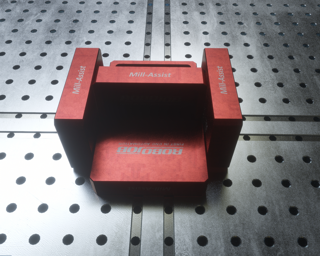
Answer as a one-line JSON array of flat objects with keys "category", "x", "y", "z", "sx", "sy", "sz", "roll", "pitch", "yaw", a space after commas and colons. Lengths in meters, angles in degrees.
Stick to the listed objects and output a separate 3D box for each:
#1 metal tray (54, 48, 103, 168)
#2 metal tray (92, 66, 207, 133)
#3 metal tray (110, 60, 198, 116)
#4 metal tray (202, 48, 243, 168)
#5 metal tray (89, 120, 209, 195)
[{"category": "metal tray", "x": -0.092, "y": -0.027, "z": 0.386, "sx": 0.030, "sy": 0.089, "sz": 0.130, "roll": 1, "pitch": 50, "yaw": 0}, {"category": "metal tray", "x": -0.012, "y": -0.033, "z": 0.391, "sx": 0.131, "sy": 0.089, "sz": 0.030, "roll": 1, "pitch": 50, "yaw": 0}, {"category": "metal tray", "x": -0.010, "y": -0.059, "z": 0.454, "sx": 0.131, "sy": 0.030, "sz": 0.090, "roll": 1, "pitch": 50, "yaw": 0}, {"category": "metal tray", "x": 0.070, "y": -0.027, "z": 0.388, "sx": 0.030, "sy": 0.089, "sz": 0.130, "roll": 1, "pitch": 50, "yaw": 0}, {"category": "metal tray", "x": -0.012, "y": 0.033, "z": 0.374, "sx": 0.131, "sy": 0.030, "sz": 0.090, "roll": 1, "pitch": 50, "yaw": 0}]
